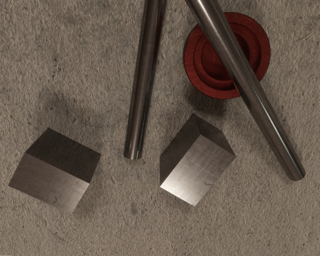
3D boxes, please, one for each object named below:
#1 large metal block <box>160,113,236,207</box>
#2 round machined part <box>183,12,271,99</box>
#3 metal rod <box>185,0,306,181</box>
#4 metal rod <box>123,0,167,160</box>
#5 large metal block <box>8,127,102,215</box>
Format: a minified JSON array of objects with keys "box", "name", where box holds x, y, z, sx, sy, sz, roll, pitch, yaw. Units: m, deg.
[{"box":[0.043,0.037,0.395,0.050,0.080,0.080,32,107,-12],"name":"large metal block"},{"box":[0.076,-0.087,0.370,0.099,0.042,0.097,0,110,-1],"name":"round machined part"},{"box":[0.111,-0.032,0.357,0.025,0.025,0.300,-33,123,11],"name":"metal rod"},{"box":[-0.013,-0.100,0.372,0.025,0.025,0.298,9,110,-4],"name":"metal rod"},{"box":[-0.130,0.052,0.398,0.080,0.080,0.050,29,107,-11],"name":"large metal block"}]
